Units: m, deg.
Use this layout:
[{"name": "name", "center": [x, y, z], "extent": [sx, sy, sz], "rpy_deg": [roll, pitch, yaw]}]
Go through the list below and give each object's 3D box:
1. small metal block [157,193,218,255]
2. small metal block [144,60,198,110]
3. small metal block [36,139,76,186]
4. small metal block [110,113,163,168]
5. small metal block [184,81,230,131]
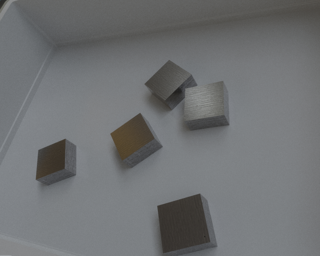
[{"name": "small metal block", "center": [0.028, 0.103, 0.328], "extent": [0.050, 0.025, 0.050], "rpy_deg": [-20, 54, 16]}, {"name": "small metal block", "center": [0.015, -0.061, 0.435], "extent": [0.050, 0.025, 0.050], "rpy_deg": [-45, 51, -3]}, {"name": "small metal block", "center": [-0.152, 0.050, 0.455], "extent": [0.050, 0.025, 0.050], "rpy_deg": [-22, 54, 15]}, {"name": "small metal block", "center": [-0.032, 0.016, 0.413], "extent": [0.050, 0.025, 0.050], "rpy_deg": [-35, 51, 5]}, {"name": "small metal block", "center": [0.059, -0.028, 0.392], "extent": [0.050, 0.025, 0.050], "rpy_deg": [-9, 58, 23]}]
